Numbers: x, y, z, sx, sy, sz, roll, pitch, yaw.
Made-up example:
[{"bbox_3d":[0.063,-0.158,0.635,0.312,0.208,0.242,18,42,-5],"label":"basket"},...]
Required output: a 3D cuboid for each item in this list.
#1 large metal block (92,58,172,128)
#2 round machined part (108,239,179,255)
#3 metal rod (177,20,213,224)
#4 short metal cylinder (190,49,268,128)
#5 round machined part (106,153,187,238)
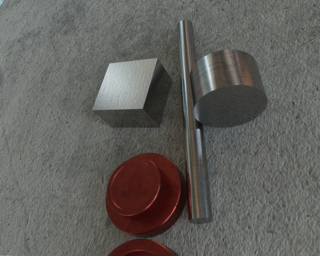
[{"bbox_3d":[-0.037,-0.047,0.436,0.080,0.050,0.080,0,62,28],"label":"large metal block"},{"bbox_3d":[-0.014,0.162,0.301,0.098,0.042,0.098,-13,56,21],"label":"round machined part"},{"bbox_3d":[0.041,-0.031,0.401,0.025,0.025,0.299,-14,56,20],"label":"metal rod"},{"bbox_3d":[0.076,-0.043,0.355,0.080,0.080,0.050,-16,56,19],"label":"short metal cylinder"},{"bbox_3d":[-0.022,0.073,0.360,0.098,0.042,0.098,-13,56,21],"label":"round machined part"}]
